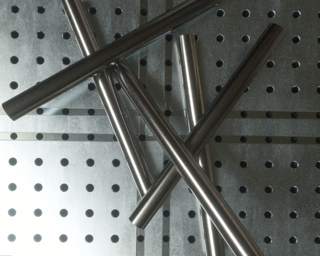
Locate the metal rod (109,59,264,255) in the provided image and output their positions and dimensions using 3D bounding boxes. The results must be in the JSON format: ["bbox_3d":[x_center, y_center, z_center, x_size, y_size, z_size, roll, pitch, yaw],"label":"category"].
[{"bbox_3d":[0.022,0.030,0.363,0.025,0.025,0.299,-35,70,0],"label":"metal rod"}]

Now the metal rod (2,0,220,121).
[{"bbox_3d":[-0.054,-0.098,0.391,0.301,0.025,0.025,-32,90,-9],"label":"metal rod"}]

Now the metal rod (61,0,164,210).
[{"bbox_3d":[-0.063,-0.032,0.412,0.025,0.025,0.299,-22,90,0],"label":"metal rod"}]

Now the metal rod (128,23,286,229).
[{"bbox_3d":[0.059,-0.003,0.388,0.025,0.025,0.299,36,90,-1],"label":"metal rod"}]

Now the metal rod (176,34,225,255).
[{"bbox_3d":[0.054,0.026,0.414,0.025,0.025,0.298,-8,90,0],"label":"metal rod"}]
